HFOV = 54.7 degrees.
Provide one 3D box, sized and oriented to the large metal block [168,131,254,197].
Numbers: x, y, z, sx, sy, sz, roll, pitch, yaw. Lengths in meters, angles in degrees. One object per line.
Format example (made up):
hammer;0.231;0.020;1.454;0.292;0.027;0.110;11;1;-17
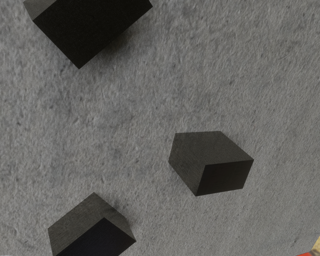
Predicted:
large metal block;0.070;0.047;0.440;0.081;0.080;0.050;-2;120;-28

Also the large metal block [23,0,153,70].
large metal block;-0.066;-0.108;0.269;0.080;0.080;0.050;-41;130;-1

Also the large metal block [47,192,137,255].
large metal block;-0.094;0.150;0.433;0.080;0.050;0.080;-39;130;-3
